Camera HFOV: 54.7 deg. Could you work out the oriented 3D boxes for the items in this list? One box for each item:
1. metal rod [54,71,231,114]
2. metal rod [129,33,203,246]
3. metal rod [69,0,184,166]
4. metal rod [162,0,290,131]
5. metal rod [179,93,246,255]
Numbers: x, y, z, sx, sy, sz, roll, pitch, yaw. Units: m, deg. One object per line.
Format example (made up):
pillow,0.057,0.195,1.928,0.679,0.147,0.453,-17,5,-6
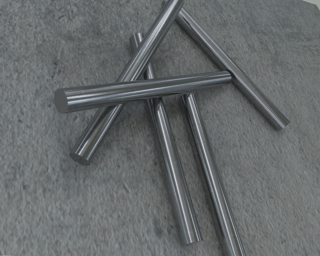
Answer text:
metal rod,0.006,-0.054,0.408,0.302,0.025,0.025,-16,70,-46
metal rod,0.001,-0.003,0.407,0.025,0.025,0.299,-1,62,-29
metal rod,-0.031,-0.083,0.412,0.025,0.025,0.300,31,60,-9
metal rod,0.110,-0.115,0.535,0.300,0.025,0.025,49,51,6
metal rod,0.072,0.088,0.391,0.025,0.025,0.299,0,62,-28
